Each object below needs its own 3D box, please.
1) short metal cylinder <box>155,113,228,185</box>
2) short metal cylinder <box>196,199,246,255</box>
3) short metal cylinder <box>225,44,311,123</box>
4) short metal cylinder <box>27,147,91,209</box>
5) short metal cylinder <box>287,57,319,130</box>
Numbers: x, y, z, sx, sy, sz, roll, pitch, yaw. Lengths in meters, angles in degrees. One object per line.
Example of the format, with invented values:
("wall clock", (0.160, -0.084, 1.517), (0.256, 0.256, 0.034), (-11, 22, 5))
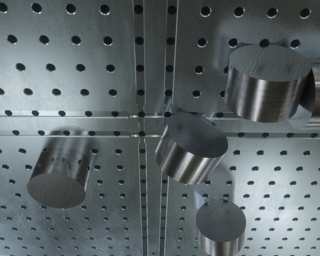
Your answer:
("short metal cylinder", (0.040, 0.025, 0.398), (0.081, 0.080, 0.050), (14, 129, -12))
("short metal cylinder", (0.102, 0.168, 0.521), (0.080, 0.080, 0.050), (-5, 130, 4))
("short metal cylinder", (0.113, -0.050, 0.335), (0.081, 0.080, 0.050), (-1, 130, 0))
("short metal cylinder", (-0.146, 0.074, 0.456), (0.081, 0.050, 0.079), (0, 130, 0))
("short metal cylinder", (0.179, -0.038, 0.346), (0.050, 0.080, 0.079), (-1, 130, 0))
